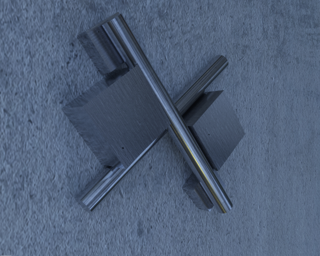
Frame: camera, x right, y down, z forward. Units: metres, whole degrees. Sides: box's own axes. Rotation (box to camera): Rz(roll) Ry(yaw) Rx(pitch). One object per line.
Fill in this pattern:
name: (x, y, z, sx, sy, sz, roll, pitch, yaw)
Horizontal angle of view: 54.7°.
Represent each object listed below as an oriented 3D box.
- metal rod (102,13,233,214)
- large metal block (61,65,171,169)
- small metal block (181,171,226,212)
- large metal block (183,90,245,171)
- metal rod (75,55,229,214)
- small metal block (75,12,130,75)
metal rod: (0.021, 0.000, 0.390, 0.025, 0.025, 0.299, -47, 118, -30)
large metal block: (-0.046, -0.013, 0.349, 0.080, 0.050, 0.080, -45, 117, -31)
small metal block: (0.066, 0.087, 0.462, 0.050, 0.025, 0.050, -51, 120, -28)
large metal block: (0.069, 0.003, 0.447, 0.080, 0.050, 0.080, -47, 118, -30)
metal rod: (0.007, -0.010, 0.412, 0.301, 0.025, 0.025, -46, 118, -30)
small metal block: (-0.059, -0.097, 0.357, 0.050, 0.025, 0.050, -45, 117, -31)
